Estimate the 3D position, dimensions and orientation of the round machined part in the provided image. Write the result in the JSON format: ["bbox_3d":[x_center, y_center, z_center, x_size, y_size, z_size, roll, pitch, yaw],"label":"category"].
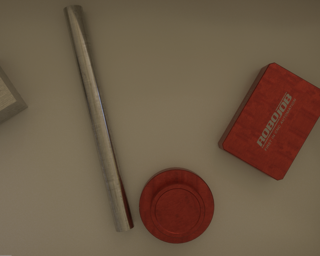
[{"bbox_3d":[0.022,0.103,0.403,0.099,0.042,0.097,0,90,-1],"label":"round machined part"}]

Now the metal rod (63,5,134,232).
[{"bbox_3d":[-0.081,-0.012,0.410,0.025,0.025,0.298,-13,90,0],"label":"metal rod"}]

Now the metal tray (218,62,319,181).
[{"bbox_3d":[0.149,-0.008,0.411,0.090,0.030,0.130,30,90,-1],"label":"metal tray"}]

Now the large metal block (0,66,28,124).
[{"bbox_3d":[-0.231,-0.042,0.390,0.080,0.050,0.080,-34,91,-9],"label":"large metal block"}]
